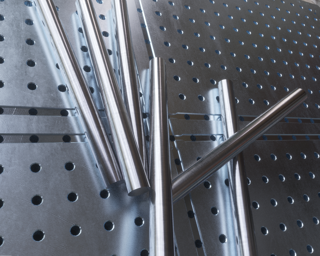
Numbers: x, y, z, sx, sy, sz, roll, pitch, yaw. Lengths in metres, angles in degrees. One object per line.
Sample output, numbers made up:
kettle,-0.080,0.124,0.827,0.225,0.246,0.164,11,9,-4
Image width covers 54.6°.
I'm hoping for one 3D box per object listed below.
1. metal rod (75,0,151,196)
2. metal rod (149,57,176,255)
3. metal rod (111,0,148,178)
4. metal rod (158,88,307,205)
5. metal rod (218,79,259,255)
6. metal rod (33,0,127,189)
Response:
metal rod,-0.067,-0.059,0.392,0.025,0.025,0.299,-3,59,-30
metal rod,-0.001,0.022,0.372,0.025,0.025,0.300,15,49,-20
metal rod,-0.044,-0.069,0.426,0.025,0.025,0.299,5,60,-26
metal rod,0.108,0.018,0.422,0.302,0.025,0.025,-32,79,-28
metal rod,0.106,0.056,0.429,0.025,0.025,0.300,14,56,-21
metal rod,-0.109,-0.067,0.389,0.025,0.025,0.299,-13,69,-33
